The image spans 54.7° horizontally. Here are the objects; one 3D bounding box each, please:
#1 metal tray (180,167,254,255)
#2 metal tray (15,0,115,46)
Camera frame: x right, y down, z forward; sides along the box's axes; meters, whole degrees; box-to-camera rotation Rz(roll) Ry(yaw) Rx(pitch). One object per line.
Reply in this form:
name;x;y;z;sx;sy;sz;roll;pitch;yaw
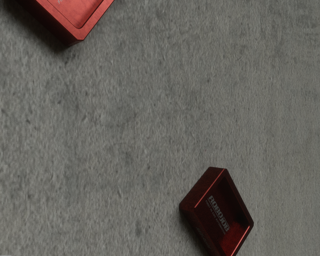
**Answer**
metal tray;0.093;0.136;0.482;0.090;0.030;0.130;-45;117;-31
metal tray;-0.089;-0.164;0.327;0.090;0.030;0.130;43;64;-32
